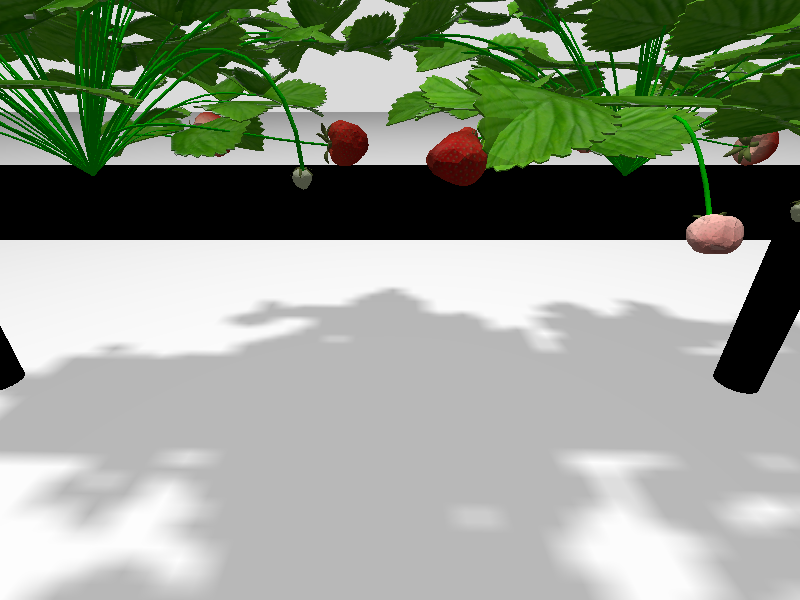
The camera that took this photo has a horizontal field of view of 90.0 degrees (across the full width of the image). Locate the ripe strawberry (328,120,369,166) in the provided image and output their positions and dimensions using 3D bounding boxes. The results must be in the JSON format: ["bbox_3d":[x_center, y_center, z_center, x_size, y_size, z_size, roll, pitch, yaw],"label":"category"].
[{"bbox_3d":[-0.048,-0.147,0.376,0.039,0.040,0.035,-6,27,-13],"label":"ripe strawberry"}]

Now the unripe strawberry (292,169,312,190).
[{"bbox_3d":[-0.056,-0.069,0.230,0.011,0.011,0.011,14,30,26],"label":"unripe strawberry"}]

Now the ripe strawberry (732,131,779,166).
[{"bbox_3d":[0.339,-0.147,0.379,0.036,0.037,0.033,-9,28,-18],"label":"ripe strawberry"}]

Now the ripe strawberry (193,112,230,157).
[{"bbox_3d":[-0.209,-0.190,0.459,0.045,0.047,0.049,9,27,17],"label":"ripe strawberry"}]

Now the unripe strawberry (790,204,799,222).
[{"bbox_3d":[0.205,-0.044,0.203,0.011,0.010,0.010,-2,27,-5],"label":"unripe strawberry"}]

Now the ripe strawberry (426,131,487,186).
[{"bbox_3d":[0.040,-0.102,0.288,0.042,0.036,0.042,-8,28,-15],"label":"ripe strawberry"}]

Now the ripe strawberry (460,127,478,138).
[{"bbox_3d":[0.084,-0.206,0.511,0.027,0.028,0.029,-13,29,-25],"label":"ripe strawberry"}]

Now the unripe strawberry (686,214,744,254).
[{"bbox_3d":[0.125,-0.025,0.159,0.019,0.017,0.017,8,41,16],"label":"unripe strawberry"}]

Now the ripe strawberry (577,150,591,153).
[{"bbox_3d":[0.221,-0.191,0.471,0.031,0.035,0.033,5,26,10],"label":"ripe strawberry"}]
